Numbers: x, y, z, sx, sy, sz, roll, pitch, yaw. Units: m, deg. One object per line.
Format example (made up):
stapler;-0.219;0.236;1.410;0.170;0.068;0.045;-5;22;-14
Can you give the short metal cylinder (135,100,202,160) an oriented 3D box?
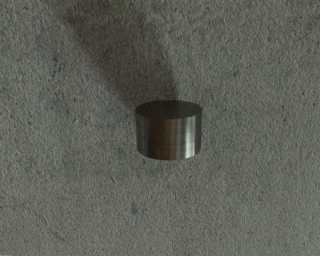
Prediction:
short metal cylinder;0.011;0.000;0.382;0.081;0.080;0.050;-1;110;0
